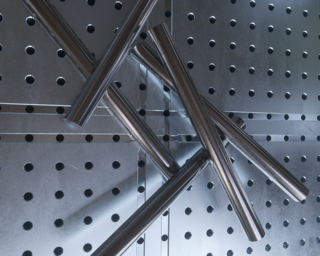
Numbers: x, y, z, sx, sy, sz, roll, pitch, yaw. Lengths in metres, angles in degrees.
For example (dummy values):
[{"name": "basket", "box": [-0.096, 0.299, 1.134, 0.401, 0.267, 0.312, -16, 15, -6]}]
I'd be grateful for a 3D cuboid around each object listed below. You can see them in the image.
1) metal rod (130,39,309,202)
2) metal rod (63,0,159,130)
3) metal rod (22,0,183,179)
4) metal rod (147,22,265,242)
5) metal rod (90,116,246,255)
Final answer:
[{"name": "metal rod", "box": [0.082, -0.007, 0.414, 0.300, 0.025, 0.025, 41, 77, -4]}, {"name": "metal rod", "box": [-0.031, -0.133, 0.383, 0.025, 0.025, 0.300, 32, 73, -18]}, {"name": "metal rod", "box": [-0.060, -0.041, 0.390, 0.025, 0.025, 0.300, -41, 104, -15]}, {"name": "metal rod", "box": [0.062, 0.012, 0.393, 0.025, 0.025, 0.299, -29, 99, -18]}, {"name": "metal rod", "box": [0.015, 0.078, 0.385, 0.302, 0.025, 0.025, -40, 103, -29]}]
